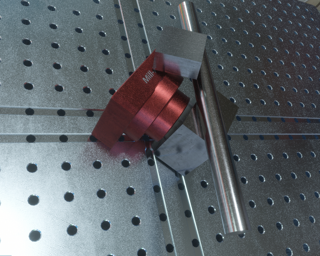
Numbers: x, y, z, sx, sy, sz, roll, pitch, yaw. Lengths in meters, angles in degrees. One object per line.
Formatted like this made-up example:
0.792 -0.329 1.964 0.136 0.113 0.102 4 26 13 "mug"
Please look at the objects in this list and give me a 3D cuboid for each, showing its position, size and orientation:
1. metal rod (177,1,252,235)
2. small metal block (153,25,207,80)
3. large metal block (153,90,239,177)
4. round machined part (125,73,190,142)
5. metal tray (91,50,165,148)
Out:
0.054 -0.034 0.357 0.025 0.025 0.299 7 59 -25 "metal rod"
0.023 -0.086 0.349 0.050 0.025 0.050 14 52 2 "small metal block"
0.045 0.004 0.393 0.050 0.080 0.080 37 51 -4 "large metal block"
0.000 -0.022 0.381 0.042 0.097 0.098 37 51 -5 "round machined part"
-0.025 -0.044 0.381 0.030 0.090 0.130 37 51 -4 "metal tray"
